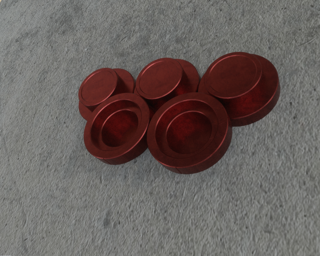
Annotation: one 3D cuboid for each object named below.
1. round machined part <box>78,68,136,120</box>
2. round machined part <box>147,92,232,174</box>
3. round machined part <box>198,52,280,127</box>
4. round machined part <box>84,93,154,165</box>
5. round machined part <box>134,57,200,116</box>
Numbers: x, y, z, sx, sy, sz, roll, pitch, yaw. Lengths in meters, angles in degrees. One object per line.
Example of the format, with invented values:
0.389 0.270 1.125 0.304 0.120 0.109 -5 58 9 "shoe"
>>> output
-0.083 -0.052 0.468 0.098 0.042 0.098 -13 56 20 "round machined part"
0.037 0.010 0.368 0.098 0.042 0.098 -13 56 20 "round machined part"
0.093 -0.054 0.378 0.098 0.042 0.098 -13 56 20 "round machined part"
-0.049 0.005 0.416 0.098 0.042 0.098 -13 56 20 "round machined part"
0.006 -0.057 0.425 0.098 0.042 0.098 -13 56 20 "round machined part"
